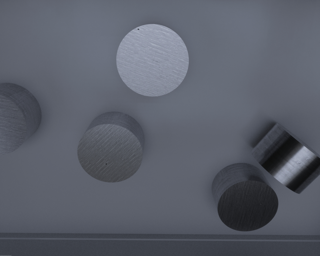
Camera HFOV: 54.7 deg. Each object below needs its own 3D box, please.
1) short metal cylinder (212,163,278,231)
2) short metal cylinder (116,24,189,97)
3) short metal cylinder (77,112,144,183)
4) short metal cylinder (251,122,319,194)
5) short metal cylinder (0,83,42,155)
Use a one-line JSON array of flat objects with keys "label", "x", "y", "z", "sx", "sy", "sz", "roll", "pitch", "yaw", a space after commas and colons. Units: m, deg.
[{"label": "short metal cylinder", "x": 0.117, "y": 0.096, "z": 0.434, "sx": 0.081, "sy": 0.050, "sz": 0.079, "roll": 0, "pitch": 110, "yaw": 0}, {"label": "short metal cylinder", "x": -0.008, "y": -0.082, "z": 0.367, "sx": 0.081, "sy": 0.050, "sz": 0.079, "roll": 0, "pitch": 110, "yaw": 0}, {"label": "short metal cylinder", "x": -0.062, "y": 0.024, "z": 0.406, "sx": 0.081, "sy": 0.050, "sz": 0.079, "roll": 0, "pitch": 110, "yaw": 0}, {"label": "short metal cylinder", "x": 0.165, "y": 0.037, "z": 0.397, "sx": 0.080, "sy": 0.080, "sz": 0.050, "roll": 34, "pitch": 107, "yaw": -12}, {"label": "short metal cylinder", "x": -0.199, "y": -0.013, "z": 0.391, "sx": 0.081, "sy": 0.050, "sz": 0.079, "roll": 0, "pitch": 110, "yaw": 0}]
